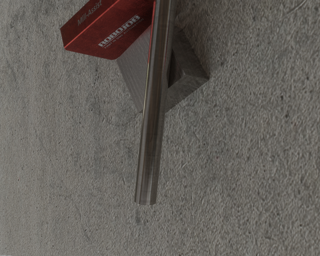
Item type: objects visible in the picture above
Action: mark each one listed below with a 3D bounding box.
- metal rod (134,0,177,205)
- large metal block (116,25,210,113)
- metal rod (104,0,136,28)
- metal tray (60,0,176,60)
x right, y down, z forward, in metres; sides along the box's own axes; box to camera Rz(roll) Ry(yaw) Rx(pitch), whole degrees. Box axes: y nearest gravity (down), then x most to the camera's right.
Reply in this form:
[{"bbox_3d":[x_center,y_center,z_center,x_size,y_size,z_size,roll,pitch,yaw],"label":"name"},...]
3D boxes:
[{"bbox_3d":[-0.002,-0.064,0.339,0.025,0.025,0.298,10,96,39],"label":"metal rod"},{"bbox_3d":[0.001,-0.073,0.386,0.080,0.050,0.080,-36,68,33],"label":"large metal block"},{"bbox_3d":[0.013,-0.258,0.392,0.298,0.025,0.025,-50,61,28],"label":"metal rod"},{"bbox_3d":[-0.056,-0.138,0.406,0.130,0.091,0.030,-24,75,37],"label":"metal tray"}]
